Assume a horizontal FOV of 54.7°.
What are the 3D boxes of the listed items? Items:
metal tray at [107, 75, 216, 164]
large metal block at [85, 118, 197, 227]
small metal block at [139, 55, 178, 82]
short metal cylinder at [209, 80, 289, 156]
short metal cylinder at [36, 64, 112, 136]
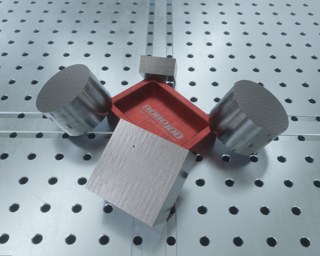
[{"bbox_3d":[0.000,-0.010,0.411,0.091,0.030,0.130,-34,58,-25],"label":"metal tray"},{"bbox_3d":[-0.018,0.047,0.329,0.080,0.050,0.080,25,85,19],"label":"large metal block"},{"bbox_3d":[-0.001,-0.087,0.461,0.050,0.050,0.025,7,88,6],"label":"small metal block"},{"bbox_3d":[0.109,-0.013,0.383,0.081,0.050,0.080,18,47,-20],"label":"short metal cylinder"},{"bbox_3d":[-0.110,-0.036,0.402,0.080,0.050,0.080,-17,48,19],"label":"short metal cylinder"}]
